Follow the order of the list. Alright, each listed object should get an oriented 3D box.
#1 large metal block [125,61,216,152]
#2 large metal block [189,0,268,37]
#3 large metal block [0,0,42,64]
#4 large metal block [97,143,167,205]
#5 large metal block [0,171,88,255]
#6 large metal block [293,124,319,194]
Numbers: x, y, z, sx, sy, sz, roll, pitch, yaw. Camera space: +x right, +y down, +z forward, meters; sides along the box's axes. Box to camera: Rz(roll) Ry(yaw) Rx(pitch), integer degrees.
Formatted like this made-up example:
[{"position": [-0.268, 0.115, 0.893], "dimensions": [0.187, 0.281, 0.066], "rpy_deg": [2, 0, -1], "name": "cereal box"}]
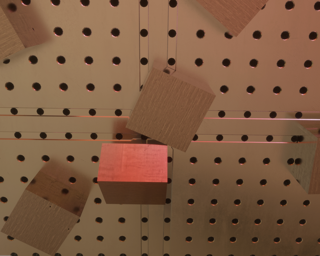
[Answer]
[{"position": [0.012, -0.028, 0.390], "dimensions": [0.080, 0.050, 0.080], "rpy_deg": [23, 108, -9], "name": "large metal block"}, {"position": [0.078, -0.160, 0.342], "dimensions": [0.080, 0.050, 0.080], "rpy_deg": [38, 106, -13], "name": "large metal block"}, {"position": [-0.201, -0.115, 0.356], "dimensions": [0.080, 0.050, 0.080], "rpy_deg": [-23, 109, 8], "name": "large metal block"}, {"position": [-0.032, 0.062, 0.402], "dimensions": [0.080, 0.050, 0.080], "rpy_deg": [1, 148, -1], "name": "large metal block"}, {"position": [-0.163, 0.122, 0.444], "dimensions": [0.080, 0.050, 0.080], "rpy_deg": [31, 107, -11], "name": "large metal block"}, {"position": [0.234, 0.041, 0.417], "dimensions": [0.080, 0.050, 0.079], "rpy_deg": [-1, 110, 0], "name": "large metal block"}]
